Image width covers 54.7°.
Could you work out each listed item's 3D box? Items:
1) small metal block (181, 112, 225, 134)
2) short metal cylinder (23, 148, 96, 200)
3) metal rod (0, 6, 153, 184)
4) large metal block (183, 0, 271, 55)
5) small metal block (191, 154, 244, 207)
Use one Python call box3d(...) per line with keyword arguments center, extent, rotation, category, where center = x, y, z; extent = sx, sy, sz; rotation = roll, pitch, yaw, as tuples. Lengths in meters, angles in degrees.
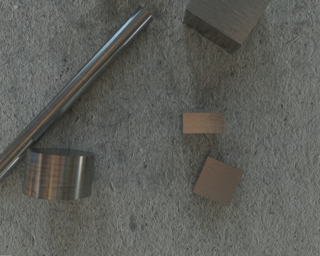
box3d(center=(0.053, -0.006, 0.398), extent=(0.050, 0.050, 0.025), rotation=(-1, 90, 0), category="small metal block")
box3d(center=(-0.123, 0.054, 0.382), extent=(0.080, 0.080, 0.050), rotation=(6, 90, 0), category="short metal cylinder")
box3d(center=(-0.120, -0.042, 0.408), extent=(0.025, 0.025, 0.300), rotation=(43, 90, 0), category="metal rod")
box3d(center=(0.087, -0.155, 0.398), extent=(0.080, 0.050, 0.080), rotation=(33, 90, 0), category="large metal block")
box3d(center=(0.075, 0.069, 0.411), extent=(0.050, 0.025, 0.050), rotation=(23, 90, 0), category="small metal block")
